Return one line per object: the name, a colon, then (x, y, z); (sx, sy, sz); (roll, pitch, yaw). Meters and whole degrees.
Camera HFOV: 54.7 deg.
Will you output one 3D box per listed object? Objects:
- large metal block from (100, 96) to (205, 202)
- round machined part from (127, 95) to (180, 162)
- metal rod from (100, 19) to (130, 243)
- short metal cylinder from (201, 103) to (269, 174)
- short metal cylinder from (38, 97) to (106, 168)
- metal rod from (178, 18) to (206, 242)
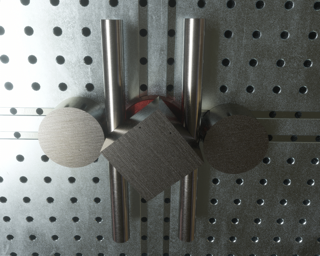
large metal block: (-0.008, 0.024, 0.358); (0.080, 0.050, 0.080); (-36, 106, 12)
round machined part: (-0.008, 0.009, 0.408); (0.099, 0.042, 0.097); (0, 110, 0)
metal rod: (-0.055, 0.019, 0.397); (0.025, 0.025, 0.298); (0, 110, 0)
short metal cylinder: (0.094, 0.013, 0.405); (0.081, 0.050, 0.079); (0, 110, 0)
short metal cylinder: (-0.108, 0.004, 0.400); (0.081, 0.050, 0.079); (0, 110, 0)
metal rod: (0.039, 0.017, 0.398); (0.025, 0.025, 0.298); (0, 110, 0)
